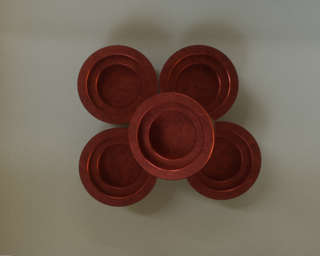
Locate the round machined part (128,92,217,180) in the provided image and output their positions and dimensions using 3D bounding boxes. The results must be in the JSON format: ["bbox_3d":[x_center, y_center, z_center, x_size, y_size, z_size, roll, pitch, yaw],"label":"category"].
[{"bbox_3d":[0.016,0.008,0.359,0.098,0.042,0.097,2,95,18],"label":"round machined part"}]

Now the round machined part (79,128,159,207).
[{"bbox_3d":[-0.051,0.048,0.401,0.099,0.042,0.097,0,90,-1],"label":"round machined part"}]

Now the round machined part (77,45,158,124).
[{"bbox_3d":[-0.052,-0.053,0.400,0.099,0.042,0.097,0,90,-1],"label":"round machined part"}]

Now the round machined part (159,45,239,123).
[{"bbox_3d":[0.048,-0.054,0.402,0.099,0.042,0.097,0,90,-1],"label":"round machined part"}]

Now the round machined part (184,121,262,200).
[{"bbox_3d":[0.076,0.040,0.402,0.099,0.042,0.097,0,90,-1],"label":"round machined part"}]
